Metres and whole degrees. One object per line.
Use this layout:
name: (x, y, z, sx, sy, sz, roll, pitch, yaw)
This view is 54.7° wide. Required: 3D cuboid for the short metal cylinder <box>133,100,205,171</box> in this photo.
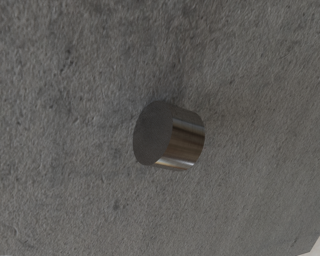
short metal cylinder: (0.009, 0.011, 0.385, 0.050, 0.080, 0.080, 16, 110, -35)
